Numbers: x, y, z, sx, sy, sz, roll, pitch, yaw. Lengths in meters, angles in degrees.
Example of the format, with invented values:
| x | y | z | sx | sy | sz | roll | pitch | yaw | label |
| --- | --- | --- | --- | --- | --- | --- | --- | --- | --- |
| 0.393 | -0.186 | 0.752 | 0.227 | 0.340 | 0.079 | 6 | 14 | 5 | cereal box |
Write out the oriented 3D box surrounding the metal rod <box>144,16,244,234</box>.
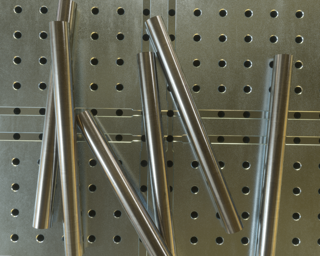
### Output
| x | y | z | sx | sy | sz | roll | pitch | yaw | label |
| --- | --- | --- | --- | --- | --- | --- | --- | --- | --- |
| 0.045 | -0.004 | 0.413 | 0.025 | 0.025 | 0.299 | -21 | 90 | 0 | metal rod |

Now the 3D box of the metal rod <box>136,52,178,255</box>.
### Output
| x | y | z | sx | sy | sz | roll | pitch | yaw | label |
| --- | --- | --- | --- | --- | --- | --- | --- | --- | --- |
| -0.003 | 0.050 | 0.413 | 0.025 | 0.025 | 0.298 | -6 | 90 | 0 | metal rod |

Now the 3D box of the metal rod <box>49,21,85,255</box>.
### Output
| x | y | z | sx | sy | sz | roll | pitch | yaw | label |
| --- | --- | --- | --- | --- | --- | --- | --- | --- | --- |
| -0.119 | 0.019 | 0.398 | 0.025 | 0.025 | 0.298 | -2 | 96 | 0 | metal rod |

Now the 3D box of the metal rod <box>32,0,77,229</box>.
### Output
| x | y | z | sx | sy | sz | roll | pitch | yaw | label |
| --- | --- | --- | --- | --- | --- | --- | --- | --- | --- |
| -0.139 | -0.018 | 0.412 | 0.025 | 0.025 | 0.298 | 6 | 90 | 0 | metal rod |

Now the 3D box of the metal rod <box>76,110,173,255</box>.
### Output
| x | y | z | sx | sy | sz | roll | pitch | yaw | label |
| --- | --- | --- | --- | --- | --- | --- | --- | --- | --- |
| -0.028 | 0.110 | 0.395 | 0.025 | 0.025 | 0.299 | -31 | 83 | 0 | metal rod |

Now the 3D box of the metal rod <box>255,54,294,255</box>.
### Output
| x | y | z | sx | sy | sz | roll | pitch | yaw | label |
| --- | --- | --- | --- | --- | --- | --- | --- | --- | --- |
| 0.151 | 0.053 | 0.414 | 0.025 | 0.025 | 0.298 | 5 | 90 | 0 | metal rod |
